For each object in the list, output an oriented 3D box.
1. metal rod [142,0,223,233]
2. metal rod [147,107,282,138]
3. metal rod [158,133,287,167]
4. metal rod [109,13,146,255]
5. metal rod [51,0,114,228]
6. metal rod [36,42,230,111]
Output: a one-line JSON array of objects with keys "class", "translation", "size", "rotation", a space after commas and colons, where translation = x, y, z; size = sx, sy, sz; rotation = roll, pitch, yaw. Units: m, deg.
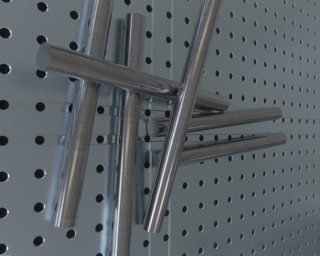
[{"class": "metal rod", "translation": [0.026, -0.014, 0.382], "size": [0.025, 0.025, 0.298], "rotation": [9, 99, -40]}, {"class": "metal rod", "translation": [0.106, -0.014, 0.496], "size": [0.302, 0.025, 0.025], "rotation": [-7, 95, -40]}, {"class": "metal rod", "translation": [0.121, 0.032, 0.508], "size": [0.302, 0.025, 0.025], "rotation": [-6, 94, -40]}, {"class": "metal rod", "translation": [-0.039, 0.012, 0.375], "size": [0.025, 0.025, 0.299], "rotation": [6, 86, -40]}, {"class": "metal rod", "translation": [-0.079, -0.046, 0.341], "size": [0.025, 0.025, 0.299], "rotation": [14, 81, -39]}, {"class": "metal rod", "translation": [0.000, -0.050, 0.378], "size": [0.302, 0.025, 0.025], "rotation": [7, 86, -48]}]
